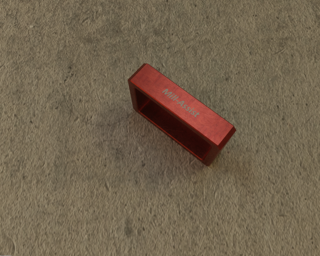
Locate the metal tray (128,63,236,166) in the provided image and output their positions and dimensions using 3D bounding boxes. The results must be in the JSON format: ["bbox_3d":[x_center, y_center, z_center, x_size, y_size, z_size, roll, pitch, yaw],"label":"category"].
[{"bbox_3d":[0.023,-0.013,0.380,0.130,0.090,0.030,38,74,12],"label":"metal tray"}]
